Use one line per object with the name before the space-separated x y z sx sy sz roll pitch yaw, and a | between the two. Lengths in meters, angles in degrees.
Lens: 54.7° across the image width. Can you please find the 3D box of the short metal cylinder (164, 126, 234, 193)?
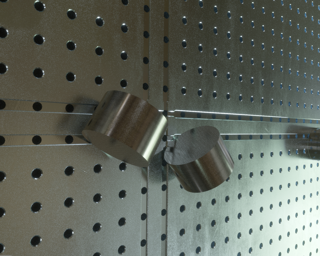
short metal cylinder | 0.053 0.041 0.420 0.080 0.080 0.050 -46 118 -30

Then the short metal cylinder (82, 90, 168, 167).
short metal cylinder | -0.038 0.002 0.343 0.080 0.080 0.050 40 66 -33

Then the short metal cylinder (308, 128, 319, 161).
short metal cylinder | 0.390 0.039 0.725 0.081 0.050 0.079 0 90 -40
